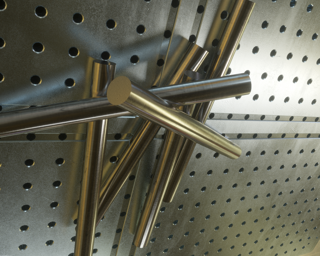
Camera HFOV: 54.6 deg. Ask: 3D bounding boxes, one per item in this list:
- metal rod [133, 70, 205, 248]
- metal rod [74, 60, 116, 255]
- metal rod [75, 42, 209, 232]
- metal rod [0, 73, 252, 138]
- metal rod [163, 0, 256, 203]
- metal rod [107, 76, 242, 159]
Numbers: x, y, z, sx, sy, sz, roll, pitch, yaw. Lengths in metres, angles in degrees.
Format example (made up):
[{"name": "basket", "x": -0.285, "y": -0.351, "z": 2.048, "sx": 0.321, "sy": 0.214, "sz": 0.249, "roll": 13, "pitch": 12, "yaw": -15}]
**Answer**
[{"name": "metal rod", "x": 0.004, "y": 0.062, "z": 0.432, "sx": 0.025, "sy": 0.025, "sz": 0.298, "roll": -2, "pitch": 125, "yaw": -28}, {"name": "metal rod", "x": -0.085, "y": 0.067, "z": 0.385, "sx": 0.025, "sy": 0.025, "sz": 0.298, "roll": -1, "pitch": 113, "yaw": -28}, {"name": "metal rod", "x": -0.030, "y": 0.025, "z": 0.409, "sx": 0.025, "sy": 0.025, "sz": 0.299, "roll": 23, "pitch": 106, "yaw": -37}, {"name": "metal rod", "x": -0.050, "y": -0.023, "z": 0.327, "sx": 0.302, "sy": 0.025, "sz": 0.025, "roll": -10, "pitch": 124, "yaw": -8}, {"name": "metal rod", "x": 0.055, "y": -0.023, "z": 0.426, "sx": 0.025, "sy": 0.025, "sz": 0.298, "roll": 6, "pitch": 115, "yaw": -31}, {"name": "metal rod", "x": 0.043, "y": 0.004, "z": 0.376, "sx": 0.025, "sy": 0.025, "sz": 0.301, "roll": -52, "pitch": 147, "yaw": 9}]
